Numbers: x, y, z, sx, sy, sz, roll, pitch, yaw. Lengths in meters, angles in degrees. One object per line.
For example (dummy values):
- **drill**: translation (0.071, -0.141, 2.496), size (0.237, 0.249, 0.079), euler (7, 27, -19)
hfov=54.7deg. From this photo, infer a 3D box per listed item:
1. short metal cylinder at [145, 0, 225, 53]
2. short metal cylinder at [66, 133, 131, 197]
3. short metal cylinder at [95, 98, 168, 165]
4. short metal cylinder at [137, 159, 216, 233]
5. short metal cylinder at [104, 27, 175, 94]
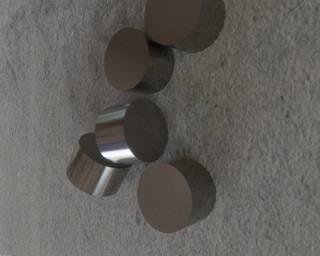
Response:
- **short metal cylinder**: translation (0.029, -0.133, 0.364), size (0.080, 0.050, 0.079), euler (0, 90, 39)
- **short metal cylinder**: translation (-0.084, 0.050, 0.436), size (0.080, 0.081, 0.050), euler (43, 116, 31)
- **short metal cylinder**: translation (-0.035, 0.006, 0.396), size (0.050, 0.081, 0.080), euler (-10, 84, 39)
- **short metal cylinder**: translation (0.019, 0.079, 0.371), size (0.080, 0.050, 0.079), euler (0, 90, 39)
- **short metal cylinder**: translation (-0.028, -0.087, 0.410), size (0.080, 0.050, 0.079), euler (0, 90, 39)
